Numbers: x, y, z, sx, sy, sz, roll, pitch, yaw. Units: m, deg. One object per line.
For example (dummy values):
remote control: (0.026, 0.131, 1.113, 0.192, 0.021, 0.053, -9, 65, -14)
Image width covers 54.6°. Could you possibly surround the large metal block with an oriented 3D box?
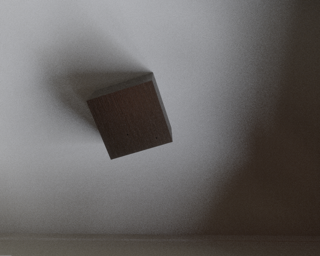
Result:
large metal block: (-0.035, -0.016, 0.392, 0.080, 0.050, 0.080, -17, 109, 6)
